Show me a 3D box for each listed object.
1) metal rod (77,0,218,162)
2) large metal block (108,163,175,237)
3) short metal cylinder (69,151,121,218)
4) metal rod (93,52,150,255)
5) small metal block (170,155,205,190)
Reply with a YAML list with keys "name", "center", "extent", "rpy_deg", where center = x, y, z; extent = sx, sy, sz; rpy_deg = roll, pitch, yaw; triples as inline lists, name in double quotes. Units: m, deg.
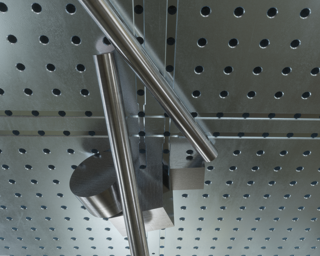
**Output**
- name: "metal rod"
  center: [-0.008, -0.057, 0.362]
  extent: [0.025, 0.025, 0.300]
  rpy_deg: [-26, 126, 20]
- name: "large metal block"
  center: [-0.026, 0.108, 0.467]
  extent: [0.080, 0.080, 0.050]
  rpy_deg: [-15, 129, 12]
- name: "short metal cylinder"
  center: [-0.080, 0.080, 0.442]
  extent: [0.080, 0.080, 0.050]
  rpy_deg: [-15, 129, 12]
- name: "metal rod"
  center: [-0.043, 0.058, 0.389]
  extent: [0.025, 0.025, 0.298]
  rpy_deg: [-6, 108, 4]
- name: "small metal block"
  center: [0.041, 0.068, 0.471]
  extent: [0.050, 0.025, 0.050]
  rpy_deg: [-2, 130, 1]
